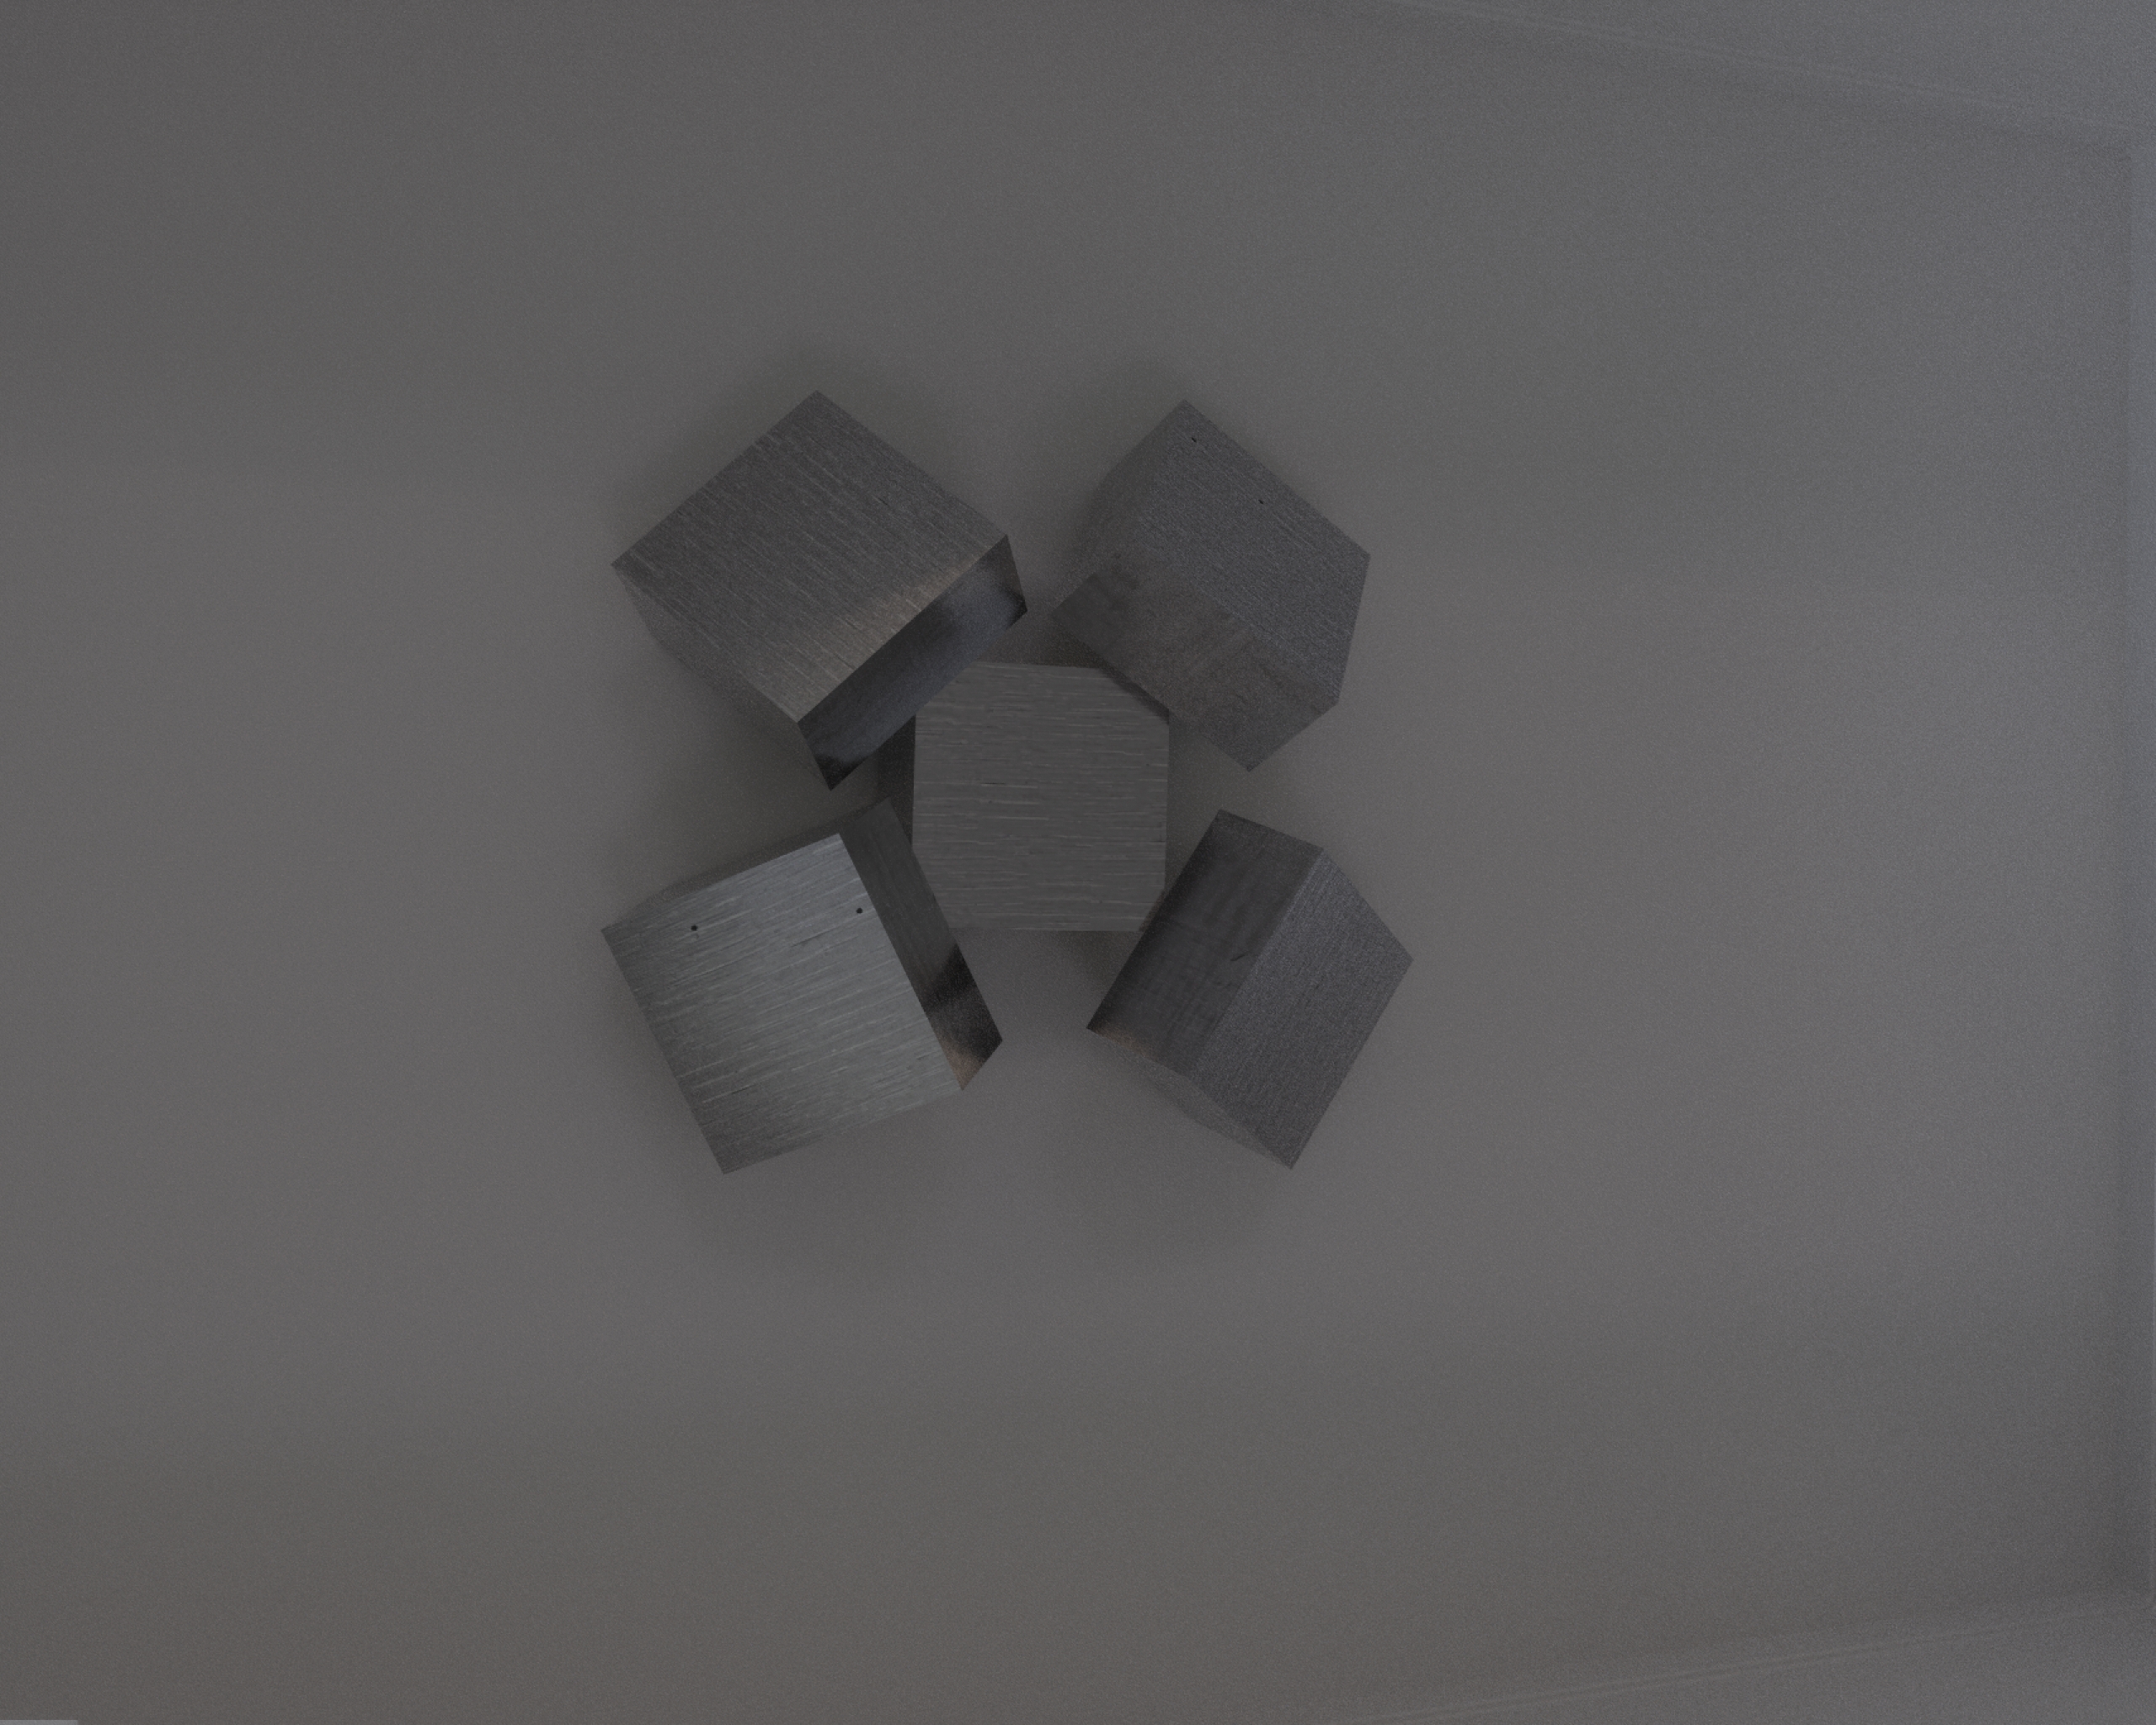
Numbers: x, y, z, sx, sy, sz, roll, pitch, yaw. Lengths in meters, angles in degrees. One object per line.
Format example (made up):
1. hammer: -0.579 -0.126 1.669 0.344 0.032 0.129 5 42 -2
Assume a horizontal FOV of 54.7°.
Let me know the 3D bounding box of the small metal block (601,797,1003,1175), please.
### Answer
1. small metal block: -0.049 0.022 0.378 0.050 0.025 0.050 -21 99 19

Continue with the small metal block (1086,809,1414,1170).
1. small metal block: 0.035 0.026 0.409 0.050 0.025 0.050 -58 141 -11

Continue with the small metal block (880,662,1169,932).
1. small metal block: -0.011 -0.012 0.404 0.050 0.025 0.050 2 90 -20

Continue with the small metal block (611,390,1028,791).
1. small metal block: -0.046 -0.050 0.378 0.050 0.025 0.050 40 75 23

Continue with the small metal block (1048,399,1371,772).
1. small metal block: 0.027 -0.054 0.405 0.050 0.025 0.050 37 41 -17
